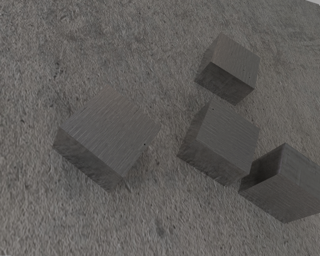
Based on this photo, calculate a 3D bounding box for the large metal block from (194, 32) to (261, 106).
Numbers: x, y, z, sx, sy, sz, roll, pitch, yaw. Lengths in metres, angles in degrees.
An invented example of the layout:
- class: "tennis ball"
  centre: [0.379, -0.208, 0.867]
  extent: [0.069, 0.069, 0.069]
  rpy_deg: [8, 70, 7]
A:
- class: "large metal block"
  centre: [0.111, -0.096, 0.506]
  extent: [0.080, 0.050, 0.080]
  rpy_deg: [30, 52, -9]

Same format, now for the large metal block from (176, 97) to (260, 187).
- class: "large metal block"
  centre: [0.080, 0.019, 0.419]
  extent: [0.080, 0.050, 0.080]
  rpy_deg: [33, 51, -7]

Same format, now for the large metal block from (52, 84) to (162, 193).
- class: "large metal block"
  centre: [-0.059, 0.011, 0.349]
  extent: [0.080, 0.050, 0.080]
  rpy_deg: [39, 51, -2]

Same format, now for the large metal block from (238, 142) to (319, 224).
- class: "large metal block"
  centre: [0.166, 0.076, 0.411]
  extent: [0.080, 0.080, 0.050]
  rpy_deg: [34, 51, -6]
